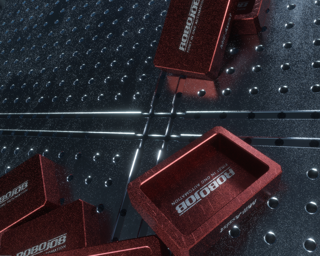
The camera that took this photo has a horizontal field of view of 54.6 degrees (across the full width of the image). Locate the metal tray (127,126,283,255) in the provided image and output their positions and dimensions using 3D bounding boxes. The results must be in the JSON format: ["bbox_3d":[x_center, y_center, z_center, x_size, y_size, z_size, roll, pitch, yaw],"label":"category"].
[{"bbox_3d":[0.045,0.059,0.313,0.131,0.030,0.090,-31,47,-23],"label":"metal tray"}]

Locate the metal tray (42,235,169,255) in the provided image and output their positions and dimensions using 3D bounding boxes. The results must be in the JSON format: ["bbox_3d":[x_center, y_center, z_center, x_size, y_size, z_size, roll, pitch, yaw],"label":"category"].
[{"bbox_3d":[-0.053,0.162,0.307,0.130,0.030,0.090,-13,71,9],"label":"metal tray"}]

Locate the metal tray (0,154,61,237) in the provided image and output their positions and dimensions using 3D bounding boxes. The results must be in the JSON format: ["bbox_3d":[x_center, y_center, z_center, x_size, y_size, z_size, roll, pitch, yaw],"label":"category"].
[{"bbox_3d":[-0.212,0.108,0.452,0.130,0.030,0.090,-32,52,7],"label":"metal tray"}]

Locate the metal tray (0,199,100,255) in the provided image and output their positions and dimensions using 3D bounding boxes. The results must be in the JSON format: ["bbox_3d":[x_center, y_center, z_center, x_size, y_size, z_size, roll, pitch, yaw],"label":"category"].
[{"bbox_3d":[-0.138,0.155,0.384,0.130,0.030,0.090,-25,53,12],"label":"metal tray"}]

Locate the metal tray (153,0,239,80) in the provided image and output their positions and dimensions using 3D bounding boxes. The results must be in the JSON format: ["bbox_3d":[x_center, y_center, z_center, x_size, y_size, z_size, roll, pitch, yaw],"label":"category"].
[{"bbox_3d":[0.050,-0.139,0.434,0.090,0.030,0.129,16,91,31],"label":"metal tray"}]

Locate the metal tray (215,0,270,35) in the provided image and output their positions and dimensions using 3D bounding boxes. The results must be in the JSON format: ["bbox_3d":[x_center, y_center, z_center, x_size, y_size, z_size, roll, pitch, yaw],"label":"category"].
[{"bbox_3d":[0.093,-0.183,0.469,0.130,0.030,0.090,7,65,31],"label":"metal tray"}]
